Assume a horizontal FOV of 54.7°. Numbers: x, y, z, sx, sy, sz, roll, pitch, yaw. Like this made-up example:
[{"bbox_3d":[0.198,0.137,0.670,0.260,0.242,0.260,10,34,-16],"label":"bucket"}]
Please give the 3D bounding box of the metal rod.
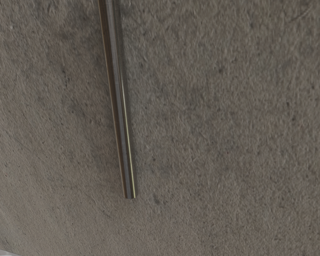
[{"bbox_3d":[-0.053,-0.023,0.418,0.025,0.025,0.298,11,123,22],"label":"metal rod"}]
